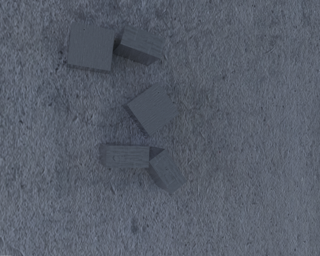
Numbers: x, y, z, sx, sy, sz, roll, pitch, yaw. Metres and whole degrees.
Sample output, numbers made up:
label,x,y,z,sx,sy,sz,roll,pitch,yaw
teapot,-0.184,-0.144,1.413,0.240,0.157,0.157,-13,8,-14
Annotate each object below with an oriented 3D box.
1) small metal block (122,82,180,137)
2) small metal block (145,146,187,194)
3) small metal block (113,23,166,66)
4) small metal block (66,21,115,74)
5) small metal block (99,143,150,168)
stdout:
label,x,y,z,sx,sy,sz,roll,pitch,yaw
small metal block,-0.012,-0.024,0.404,0.050,0.025,0.050,-38,103,-16
small metal block,0.002,0.053,0.396,0.025,0.050,0.050,-37,102,-16
small metal block,-0.028,-0.101,0.385,0.050,0.050,0.025,16,85,-20
small metal block,-0.085,-0.096,0.377,0.050,0.025,0.050,7,88,-20
small metal block,-0.045,0.033,0.379,0.050,0.050,0.025,3,90,-20
